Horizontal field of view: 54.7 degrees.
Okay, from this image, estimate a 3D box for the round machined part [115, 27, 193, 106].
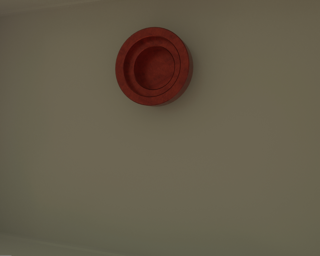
[{"bbox_3d":[-0.005,-0.076,0.402,0.098,0.042,0.097,0,90,19],"label":"round machined part"}]
